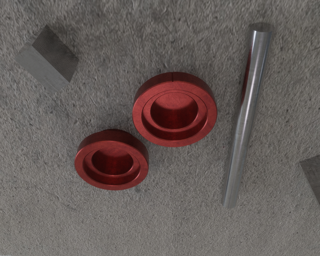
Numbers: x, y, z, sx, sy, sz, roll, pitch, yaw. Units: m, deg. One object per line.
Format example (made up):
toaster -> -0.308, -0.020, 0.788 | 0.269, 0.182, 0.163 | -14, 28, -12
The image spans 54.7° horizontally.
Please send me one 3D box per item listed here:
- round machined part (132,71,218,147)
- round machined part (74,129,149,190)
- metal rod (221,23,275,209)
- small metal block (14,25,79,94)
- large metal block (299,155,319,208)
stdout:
round machined part -> 0.017, -0.026, 0.374 | 0.099, 0.042, 0.097 | 0, 130, 0
round machined part -> -0.064, 0.040, 0.429 | 0.099, 0.042, 0.097 | 0, 130, 0
metal rod -> 0.109, 0.010, 0.416 | 0.025, 0.025, 0.298 | -1, 130, 1
small metal block -> -0.117, -0.073, 0.328 | 0.025, 0.050, 0.050 | -27, 125, 21
large metal block -> 0.253, 0.094, 0.453 | 0.050, 0.080, 0.080 | -24, 126, 19
